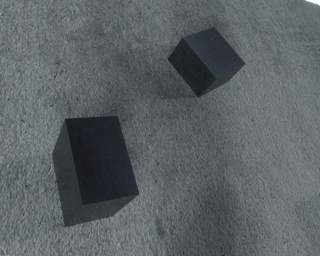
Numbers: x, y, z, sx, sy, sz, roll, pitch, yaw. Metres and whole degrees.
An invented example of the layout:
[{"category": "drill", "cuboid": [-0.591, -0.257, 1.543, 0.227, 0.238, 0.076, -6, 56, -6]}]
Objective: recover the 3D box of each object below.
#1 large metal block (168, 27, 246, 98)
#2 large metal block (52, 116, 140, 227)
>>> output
[{"category": "large metal block", "cuboid": [0.074, -0.106, 0.492, 0.081, 0.050, 0.080, -30, 79, -38]}, {"category": "large metal block", "cuboid": [-0.068, 0.043, 0.305, 0.050, 0.080, 0.080, -5, 64, -30]}]
